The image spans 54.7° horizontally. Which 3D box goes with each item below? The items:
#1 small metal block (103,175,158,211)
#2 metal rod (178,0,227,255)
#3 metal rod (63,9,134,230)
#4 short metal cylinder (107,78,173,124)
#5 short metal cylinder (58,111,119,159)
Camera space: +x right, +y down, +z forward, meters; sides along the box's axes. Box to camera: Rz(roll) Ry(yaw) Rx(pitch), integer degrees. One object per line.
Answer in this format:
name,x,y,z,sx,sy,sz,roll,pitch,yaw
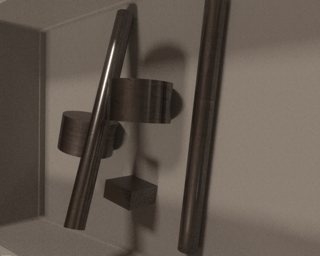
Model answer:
small metal block,-0.040,0.086,0.421,0.050,0.050,0.025,15,100,38
metal rod,0.049,0.000,0.364,0.025,0.025,0.298,10,96,39
metal rod,-0.076,-0.022,0.408,0.025,0.025,0.299,-3,70,39
short metal cylinder,-0.025,-0.033,0.390,0.080,0.081,0.050,6,94,39
short metal cylinder,-0.105,0.008,0.455,0.080,0.081,0.050,20,103,38
